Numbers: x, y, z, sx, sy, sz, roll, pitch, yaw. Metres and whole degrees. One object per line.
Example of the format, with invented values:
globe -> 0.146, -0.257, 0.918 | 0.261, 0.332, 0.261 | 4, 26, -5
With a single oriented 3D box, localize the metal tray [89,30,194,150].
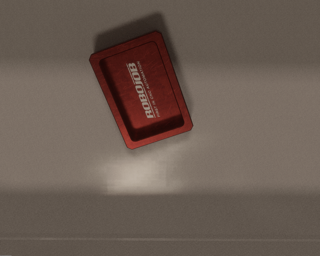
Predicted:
metal tray -> -0.021, -0.046, 0.391 | 0.090, 0.030, 0.129 | -19, 109, 6
